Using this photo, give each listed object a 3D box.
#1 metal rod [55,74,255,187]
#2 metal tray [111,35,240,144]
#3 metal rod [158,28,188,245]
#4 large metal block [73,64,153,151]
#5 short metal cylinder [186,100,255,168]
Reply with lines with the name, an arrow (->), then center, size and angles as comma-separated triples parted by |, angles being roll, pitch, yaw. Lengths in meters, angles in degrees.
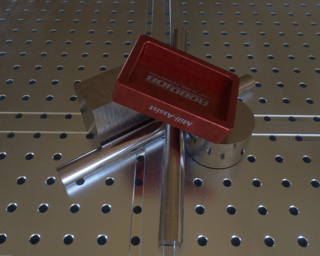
metal rod -> 0.010, -0.006, 0.413 | 0.302, 0.025, 0.025 | -27, 55, -21
metal tray -> 0.022, -0.046, 0.351 | 0.131, 0.030, 0.090 | 22, 51, -6
metal rod -> 0.020, -0.012, 0.389 | 0.025, 0.025, 0.299 | 3, 59, 2
large metal block -> -0.054, -0.026, 0.392 | 0.081, 0.080, 0.050 | -27, 56, -21
short metal cylinder -> 0.073, 0.003, 0.388 | 0.081, 0.050, 0.080 | 0, 50, 0
